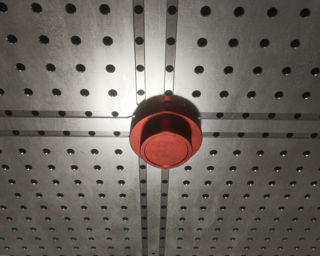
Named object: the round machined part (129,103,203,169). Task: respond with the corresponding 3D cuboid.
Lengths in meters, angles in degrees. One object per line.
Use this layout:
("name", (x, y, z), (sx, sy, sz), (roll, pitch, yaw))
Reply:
("round machined part", (0.008, 0.017, 0.415), (0.099, 0.042, 0.097), (-1, 130, 0))
